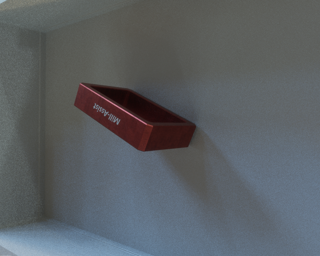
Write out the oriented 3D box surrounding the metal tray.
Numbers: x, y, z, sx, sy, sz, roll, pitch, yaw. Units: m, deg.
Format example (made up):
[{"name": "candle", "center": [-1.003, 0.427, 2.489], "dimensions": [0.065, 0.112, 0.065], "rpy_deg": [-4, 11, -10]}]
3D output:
[{"name": "metal tray", "center": [-0.032, -0.016, 0.384], "dimensions": [0.130, 0.091, 0.030], "rpy_deg": [31, 109, 35]}]
